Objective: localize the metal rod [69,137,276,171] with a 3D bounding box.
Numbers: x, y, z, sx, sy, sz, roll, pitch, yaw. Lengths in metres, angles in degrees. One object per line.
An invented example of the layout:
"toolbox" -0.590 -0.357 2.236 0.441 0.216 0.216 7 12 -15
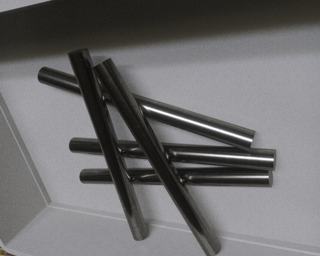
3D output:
"metal rod" -0.001 0.032 0.425 0.301 0.025 0.025 2 119 26

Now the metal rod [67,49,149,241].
"metal rod" -0.064 0.040 0.430 0.025 0.025 0.298 0 119 28

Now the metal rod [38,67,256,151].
"metal rod" -0.030 -0.030 0.402 0.301 0.025 0.025 18 126 17

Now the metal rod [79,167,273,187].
"metal rod" 0.003 0.070 0.447 0.300 0.025 0.025 -5 116 30

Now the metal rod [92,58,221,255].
"metal rod" 0.003 0.049 0.401 0.025 0.025 0.299 -19 109 35
